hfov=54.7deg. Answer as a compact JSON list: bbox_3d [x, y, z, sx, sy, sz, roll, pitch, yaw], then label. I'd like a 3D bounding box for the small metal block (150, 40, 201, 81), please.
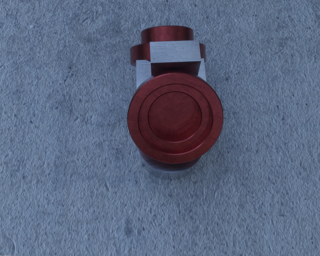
[{"bbox_3d":[0.015,-0.069,0.336,0.050,0.050,0.025,-3,70,-1],"label":"small metal block"}]

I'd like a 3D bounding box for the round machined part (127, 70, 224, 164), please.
[{"bbox_3d":[0.016,-0.014,0.336,0.099,0.042,0.097,-1,109,-1],"label":"round machined part"}]

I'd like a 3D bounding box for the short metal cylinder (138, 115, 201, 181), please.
[{"bbox_3d":[0.013,0.022,0.389,0.081,0.050,0.080,0,70,0],"label":"short metal cylinder"}]

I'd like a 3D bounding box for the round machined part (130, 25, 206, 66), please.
[{"bbox_3d":[0.010,-0.105,0.405,0.099,0.098,0.042,-2,95,-1],"label":"round machined part"}]

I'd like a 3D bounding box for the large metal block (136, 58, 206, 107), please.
[{"bbox_3d":[0.013,-0.045,0.396,0.081,0.080,0.050,-2,70,-1],"label":"large metal block"}]
